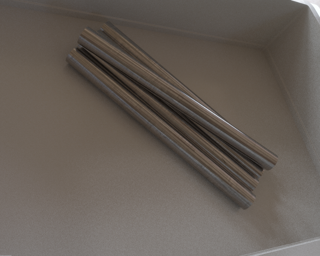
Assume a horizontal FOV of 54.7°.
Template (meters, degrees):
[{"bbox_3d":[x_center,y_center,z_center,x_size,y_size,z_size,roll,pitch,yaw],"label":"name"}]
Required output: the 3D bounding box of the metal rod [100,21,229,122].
[{"bbox_3d":[0.034,-0.048,0.451,0.300,0.025,0.025,40,51,-1],"label":"metal rod"}]

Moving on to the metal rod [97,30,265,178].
[{"bbox_3d":[0.024,-0.031,0.435,0.300,0.025,0.025,40,51,-1],"label":"metal rod"}]

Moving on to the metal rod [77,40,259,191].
[{"bbox_3d":[0.011,-0.017,0.420,0.300,0.025,0.025,40,51,-1],"label":"metal rod"}]

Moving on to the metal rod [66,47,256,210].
[{"bbox_3d":[0.002,0.001,0.404,0.300,0.025,0.025,40,51,-1],"label":"metal rod"}]

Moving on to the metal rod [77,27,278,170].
[{"bbox_3d":[0.028,-0.035,0.407,0.301,0.025,0.025,33,51,-6],"label":"metal rod"}]
